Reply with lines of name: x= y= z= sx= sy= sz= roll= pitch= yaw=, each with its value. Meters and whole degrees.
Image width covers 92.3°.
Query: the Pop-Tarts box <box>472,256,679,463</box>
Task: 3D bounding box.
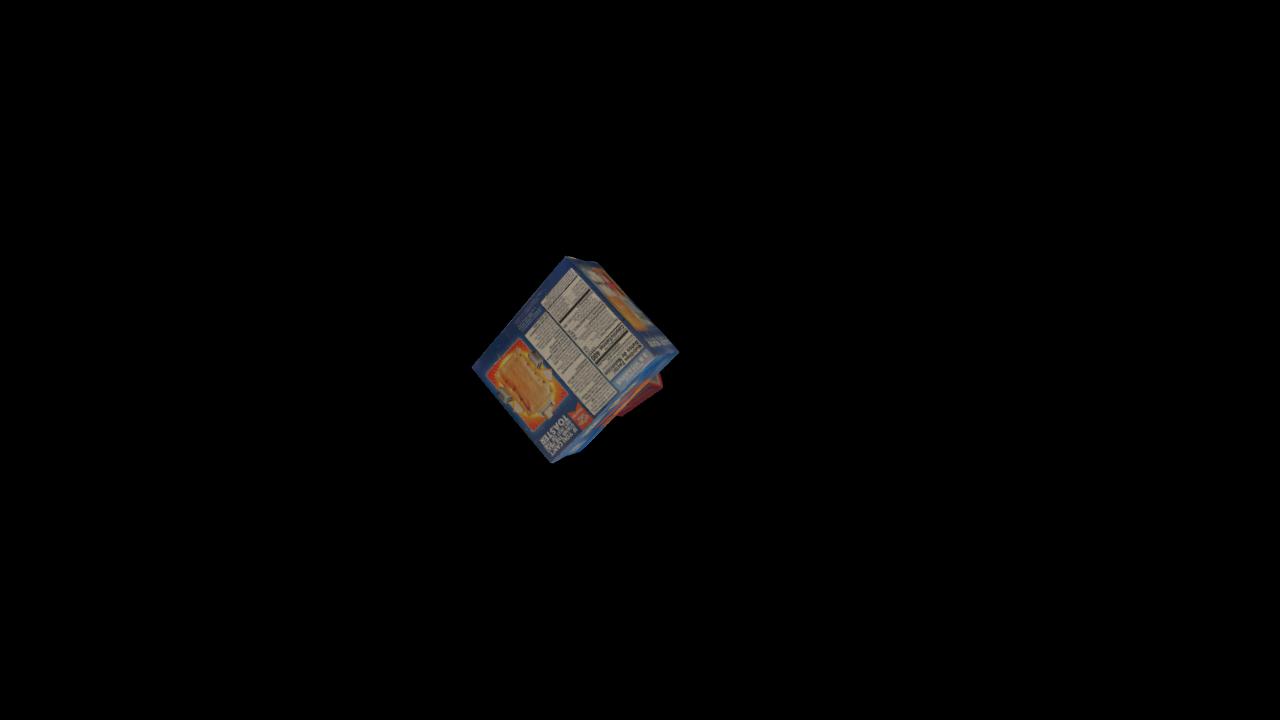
Pop-Tarts box: x=-0.069 y=-0.001 z=0.659 sx=0.167 sy=0.141 sz=0.083 roll=-46 pitch=-12 yaw=19

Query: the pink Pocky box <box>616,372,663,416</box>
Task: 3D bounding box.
pink Pocky box: x=-0.054 y=0.030 z=0.737 sx=0.155 sy=0.029 sz=0.084 roll=14 pitch=-40 yaw=-42
